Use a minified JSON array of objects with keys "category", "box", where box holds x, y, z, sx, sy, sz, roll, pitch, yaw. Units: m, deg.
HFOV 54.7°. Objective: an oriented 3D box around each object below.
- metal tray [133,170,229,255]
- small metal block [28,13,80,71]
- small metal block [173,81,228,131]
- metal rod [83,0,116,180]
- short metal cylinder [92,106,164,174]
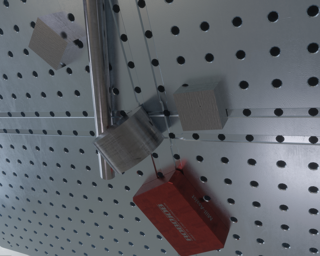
[{"category":"metal tray","box":[0.031,0.134,0.475,0.090,0.030,0.130,-32,101,38]},{"category":"small metal block","box":[-0.142,-0.115,0.415,0.050,0.025,0.050,41,129,0]},{"category":"small metal block","box":[0.049,-0.025,0.370,0.050,0.025,0.050,-3,117,29]},{"category":"metal rod","box":[-0.080,-0.050,0.422,0.025,0.025,0.298,15,125,20]},{"category":"short metal cylinder","box":[-0.041,0.015,0.407,0.080,0.080,0.050,-29,103,37]}]
